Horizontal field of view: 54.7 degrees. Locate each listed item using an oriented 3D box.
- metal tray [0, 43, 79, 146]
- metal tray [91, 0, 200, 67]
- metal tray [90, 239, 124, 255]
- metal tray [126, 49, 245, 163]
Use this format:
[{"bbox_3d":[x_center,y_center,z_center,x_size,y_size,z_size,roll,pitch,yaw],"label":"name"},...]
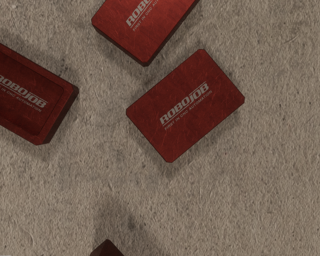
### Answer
[{"bbox_3d":[-0.186,-0.046,0.404,0.130,0.030,0.090,30,90,-1],"label":"metal tray"},{"bbox_3d":[-0.015,-0.158,0.407,0.090,0.030,0.130,38,90,-1],"label":"metal tray"},{"bbox_3d":[-0.039,0.207,0.377,0.030,0.090,0.130,-42,91,0],"label":"metal tray"},{"bbox_3d":[0.032,-0.028,0.408,0.130,0.030,0.090,-40,91,-1],"label":"metal tray"}]
